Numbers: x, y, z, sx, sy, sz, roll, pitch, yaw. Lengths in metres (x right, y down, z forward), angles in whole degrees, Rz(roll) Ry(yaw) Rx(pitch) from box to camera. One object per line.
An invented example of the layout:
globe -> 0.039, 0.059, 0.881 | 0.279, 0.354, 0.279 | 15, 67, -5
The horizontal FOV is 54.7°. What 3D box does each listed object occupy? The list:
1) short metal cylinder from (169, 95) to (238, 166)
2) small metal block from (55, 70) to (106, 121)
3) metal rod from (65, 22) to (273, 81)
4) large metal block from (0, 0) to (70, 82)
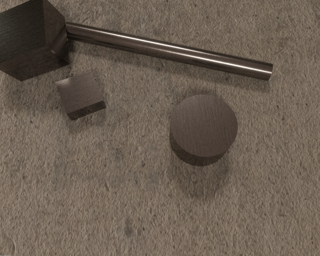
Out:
short metal cylinder -> 0.053, 0.004, 0.394 | 0.081, 0.050, 0.080 | 0, 70, 0
small metal block -> -0.108, -0.045, 0.423 | 0.050, 0.025, 0.050 | -22, 72, -8
metal rod -> 0.009, -0.112, 0.449 | 0.302, 0.025, 0.025 | 13, 71, 4
large metal block -> -0.177, -0.121, 0.425 | 0.080, 0.050, 0.080 | -16, 70, 13
